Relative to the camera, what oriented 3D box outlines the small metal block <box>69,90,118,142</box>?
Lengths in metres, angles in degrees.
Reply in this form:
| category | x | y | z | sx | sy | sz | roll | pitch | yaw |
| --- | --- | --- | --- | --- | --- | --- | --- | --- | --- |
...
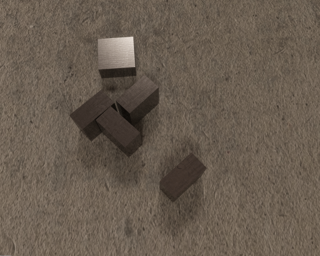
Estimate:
| category | x | y | z | sx | sy | sz | roll | pitch | yaw |
| --- | --- | --- | --- | --- | --- | --- | --- | --- | --- |
| small metal block | -0.082 | -0.015 | 0.399 | 0.050 | 0.050 | 0.025 | -42 | 76 | -14 |

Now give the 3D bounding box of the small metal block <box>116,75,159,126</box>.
| category | x | y | z | sx | sy | sz | roll | pitch | yaw |
| --- | --- | --- | --- | --- | --- | --- | --- | --- | --- |
| small metal block | -0.028 | -0.034 | 0.407 | 0.025 | 0.050 | 0.050 | 43 | 75 | 13 |

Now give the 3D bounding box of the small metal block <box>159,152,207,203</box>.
| category | x | y | z | sx | sy | sz | roll | pitch | yaw |
| --- | --- | --- | --- | --- | --- | --- | --- | --- | --- |
| small metal block | 0.026 | 0.061 | 0.373 | 0.050 | 0.050 | 0.025 | -41 | 75 | -14 |

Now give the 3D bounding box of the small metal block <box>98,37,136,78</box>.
| category | x | y | z | sx | sy | sz | roll | pitch | yaw |
| --- | --- | --- | --- | --- | --- | --- | --- | --- | --- |
| small metal block | -0.061 | -0.101 | 0.444 | 0.050 | 0.025 | 0.050 | -4 | 70 | -2 |

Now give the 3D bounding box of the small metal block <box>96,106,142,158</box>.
| category | x | y | z | sx | sy | sz | roll | pitch | yaw |
| --- | --- | --- | --- | --- | --- | --- | --- | --- | --- |
| small metal block | -0.050 | 0.006 | 0.392 | 0.050 | 0.050 | 0.025 | 41 | 75 | 13 |
